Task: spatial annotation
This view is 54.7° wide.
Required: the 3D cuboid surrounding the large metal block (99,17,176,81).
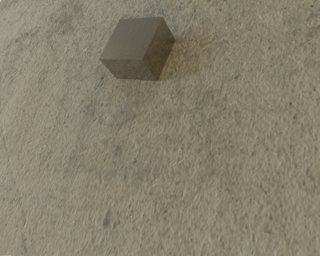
[{"bbox_3d":[-0.034,-0.122,0.479,0.080,0.050,0.080,9,66,31],"label":"large metal block"}]
